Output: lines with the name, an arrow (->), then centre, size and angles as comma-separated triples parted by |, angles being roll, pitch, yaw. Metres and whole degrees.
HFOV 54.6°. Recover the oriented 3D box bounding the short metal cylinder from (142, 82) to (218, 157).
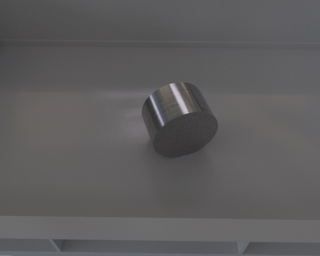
short metal cylinder -> 0.023, -0.009, 0.377 | 0.081, 0.080, 0.050 | -13, 51, -11
